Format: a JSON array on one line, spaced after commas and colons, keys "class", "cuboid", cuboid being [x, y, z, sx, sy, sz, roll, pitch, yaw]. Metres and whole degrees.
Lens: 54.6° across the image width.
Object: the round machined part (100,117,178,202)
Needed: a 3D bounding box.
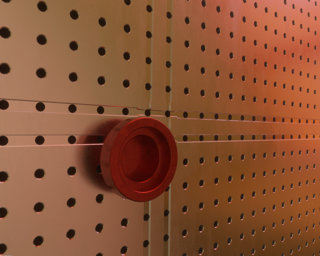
[{"class": "round machined part", "cuboid": [-0.028, 0.036, 0.373, 0.099, 0.042, 0.097, 0, 90, -40]}]
